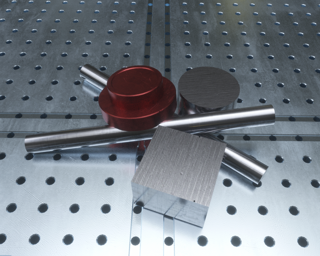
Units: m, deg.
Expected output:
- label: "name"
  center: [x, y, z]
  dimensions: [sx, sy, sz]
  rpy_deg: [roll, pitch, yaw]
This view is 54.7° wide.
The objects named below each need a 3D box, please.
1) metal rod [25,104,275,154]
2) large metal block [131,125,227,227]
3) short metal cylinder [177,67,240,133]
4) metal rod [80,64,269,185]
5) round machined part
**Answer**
- label: "metal rod"
  center: [-0.014, 0.002, 0.382]
  dimensions: [0.302, 0.025, 0.025]
  rpy_deg: [-7, 50, 3]
- label: "large metal block"
  center: [0.022, 0.052, 0.345]
  dimensions: [0.080, 0.050, 0.080]
  rpy_deg: [16, 52, 12]
- label: "short metal cylinder"
  center: [0.064, -0.039, 0.424]
  dimensions: [0.081, 0.050, 0.080]
  rpy_deg: [0, 50, 0]
- label: "metal rod"
  center: [0.003, -0.016, 0.421]
  dimensions: [0.300, 0.025, 0.025]
  rpy_deg: [31, 57, 23]
- label: "round machined part"
  center: [-0.029, -0.044, 0.389]
  dimensions: [0.099, 0.042, 0.098]
  rpy_deg: [-4, 41, 4]
